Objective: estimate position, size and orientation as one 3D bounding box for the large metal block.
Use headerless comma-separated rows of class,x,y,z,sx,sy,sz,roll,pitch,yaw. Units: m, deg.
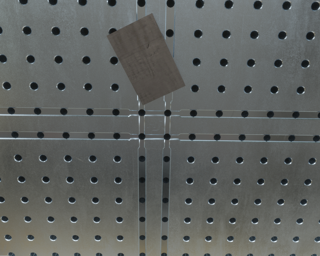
large metal block,-0.013,-0.082,0.354,0.050,0.080,0.080,-24,109,8
